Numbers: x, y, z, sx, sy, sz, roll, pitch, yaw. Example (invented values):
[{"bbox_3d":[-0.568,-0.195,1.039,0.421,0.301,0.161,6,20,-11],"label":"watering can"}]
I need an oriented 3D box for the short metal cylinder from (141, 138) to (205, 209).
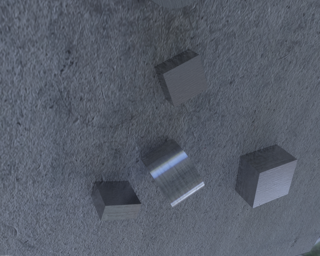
[{"bbox_3d":[0.016,0.061,0.420,0.050,0.080,0.080,-33,129,-7],"label":"short metal cylinder"}]

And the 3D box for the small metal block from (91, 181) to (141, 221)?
[{"bbox_3d":[-0.060,0.097,0.419,0.050,0.050,0.025,5,116,-31],"label":"small metal block"}]

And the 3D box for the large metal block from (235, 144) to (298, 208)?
[{"bbox_3d":[0.185,0.084,0.547,0.081,0.050,0.079,-15,125,-21],"label":"large metal block"}]

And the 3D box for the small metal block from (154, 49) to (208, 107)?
[{"bbox_3d":[0.027,-0.062,0.385,0.050,0.025,0.050,-30,129,-10],"label":"small metal block"}]

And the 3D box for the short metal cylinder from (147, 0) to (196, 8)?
[{"bbox_3d":[0.005,-0.161,0.295,0.081,0.050,0.079,-14,125,-21],"label":"short metal cylinder"}]
